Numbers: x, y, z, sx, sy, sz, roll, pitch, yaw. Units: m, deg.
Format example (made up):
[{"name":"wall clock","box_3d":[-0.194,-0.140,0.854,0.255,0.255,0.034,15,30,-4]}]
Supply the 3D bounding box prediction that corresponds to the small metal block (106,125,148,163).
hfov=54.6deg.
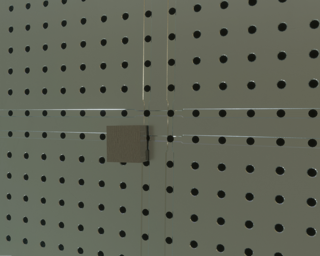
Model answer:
[{"name":"small metal block","box_3d":[-0.045,0.021,0.429,0.050,0.025,0.050,-1,90,20]}]
